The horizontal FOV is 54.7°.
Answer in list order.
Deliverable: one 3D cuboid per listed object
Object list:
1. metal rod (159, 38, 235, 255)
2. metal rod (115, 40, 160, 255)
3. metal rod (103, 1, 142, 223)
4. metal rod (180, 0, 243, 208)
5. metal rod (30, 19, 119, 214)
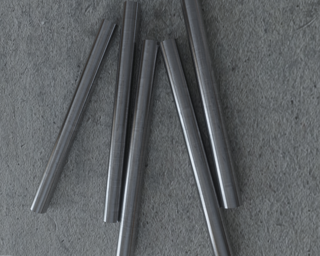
[{"bbox_3d":[0.047,0.033,0.392,0.025,0.025,0.298,-16,85,19],"label":"metal rod"},{"bbox_3d":[-0.030,0.033,0.419,0.025,0.025,0.298,8,93,20],"label":"metal rod"},{"bbox_3d":[-0.052,-0.020,0.427,0.025,0.025,0.298,6,92,20],"label":"metal rod"},{"bbox_3d":[0.060,-0.052,0.387,0.025,0.025,0.298,-12,86,19],"label":"metal rod"},{"bbox_3d":[-0.128,-0.012,0.453,0.025,0.025,0.298,26,98,18],"label":"metal rod"}]
